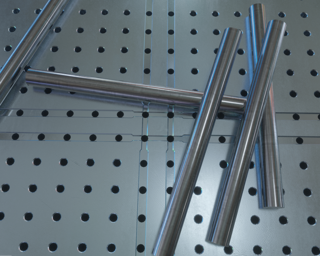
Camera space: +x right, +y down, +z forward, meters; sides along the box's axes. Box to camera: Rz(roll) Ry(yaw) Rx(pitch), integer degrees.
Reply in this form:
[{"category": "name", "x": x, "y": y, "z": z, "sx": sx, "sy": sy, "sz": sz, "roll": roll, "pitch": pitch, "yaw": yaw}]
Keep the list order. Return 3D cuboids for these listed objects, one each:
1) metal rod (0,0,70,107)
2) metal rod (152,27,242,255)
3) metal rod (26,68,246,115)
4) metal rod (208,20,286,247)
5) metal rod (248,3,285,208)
[{"category": "metal rod", "x": -0.190, "y": -0.127, "z": 0.457, "sx": 0.025, "sy": 0.025, "sz": 0.300, "roll": 22, "pitch": 71, "yaw": 8}, {"category": "metal rod", "x": 0.051, "y": 0.010, "z": 0.388, "sx": 0.025, "sy": 0.025, "sz": 0.299, "roll": 18, "pitch": 78, "yaw": 6}, {"category": "metal rod", "x": -0.034, "y": -0.050, "z": 0.430, "sx": 0.301, "sy": 0.025, "sz": 0.025, "roll": 8, "pitch": 70, "yaw": 3}, {"category": "metal rod", "x": 0.115, "y": -0.003, "z": 0.395, "sx": 0.025, "sy": 0.025, "sz": 0.299, "roll": 17, "pitch": 77, "yaw": 6}, {"category": "metal rod", "x": 0.144, "y": -0.044, "z": 0.428, "sx": 0.025, "sy": 0.025, "sz": 0.299, "roll": 2, "pitch": 70, "yaw": 1}]
